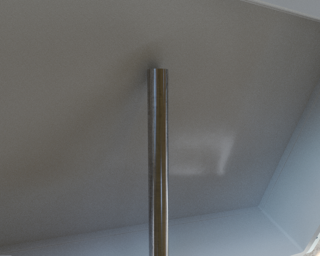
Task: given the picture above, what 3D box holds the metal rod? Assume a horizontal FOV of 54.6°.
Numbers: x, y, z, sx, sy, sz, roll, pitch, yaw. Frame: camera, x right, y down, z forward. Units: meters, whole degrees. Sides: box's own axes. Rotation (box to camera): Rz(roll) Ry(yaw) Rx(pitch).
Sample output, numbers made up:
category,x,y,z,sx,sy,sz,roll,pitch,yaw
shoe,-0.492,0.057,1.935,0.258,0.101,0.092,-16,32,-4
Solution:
category,x,y,z,sx,sy,sz,roll,pitch,yaw
metal rod,-0.002,0.080,0.378,0.025,0.025,0.298,-3,95,-27
